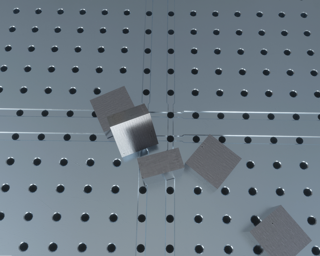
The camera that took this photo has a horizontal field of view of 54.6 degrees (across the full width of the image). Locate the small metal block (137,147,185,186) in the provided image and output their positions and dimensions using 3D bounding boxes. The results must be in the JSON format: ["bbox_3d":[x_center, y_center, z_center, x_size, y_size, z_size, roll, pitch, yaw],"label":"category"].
[{"bbox_3d":[0.001,0.049,0.381,0.050,0.050,0.025,-14,71,-5],"label":"small metal block"}]

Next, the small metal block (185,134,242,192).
[{"bbox_3d":[0.066,0.045,0.396,0.050,0.025,0.050,39,74,13],"label":"small metal block"}]

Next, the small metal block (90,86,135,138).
[{"bbox_3d":[-0.060,-0.022,0.419,0.050,0.025,0.050,-24,72,-9],"label":"small metal block"}]

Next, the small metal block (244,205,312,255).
[{"bbox_3d":[0.138,0.128,0.366,0.050,0.025,0.050,-35,74,-12],"label":"small metal block"}]

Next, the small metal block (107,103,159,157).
[{"bbox_3d":[-0.034,0.003,0.394,0.050,0.050,0.025,-20,37,-7],"label":"small metal block"}]
